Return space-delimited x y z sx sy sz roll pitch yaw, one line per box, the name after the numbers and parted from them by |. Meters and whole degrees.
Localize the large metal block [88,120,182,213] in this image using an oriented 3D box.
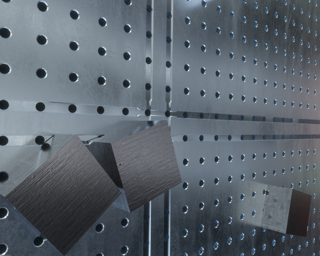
-0.028 0.041 0.369 0.081 0.050 0.080 -23 104 -38 | large metal block

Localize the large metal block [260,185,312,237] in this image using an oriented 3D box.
0.244 0.159 0.595 0.080 0.050 0.080 22 77 -38 | large metal block

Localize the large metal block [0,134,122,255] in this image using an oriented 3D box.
-0.100 0.062 0.309 0.080 0.050 0.080 -46 118 -30 | large metal block
